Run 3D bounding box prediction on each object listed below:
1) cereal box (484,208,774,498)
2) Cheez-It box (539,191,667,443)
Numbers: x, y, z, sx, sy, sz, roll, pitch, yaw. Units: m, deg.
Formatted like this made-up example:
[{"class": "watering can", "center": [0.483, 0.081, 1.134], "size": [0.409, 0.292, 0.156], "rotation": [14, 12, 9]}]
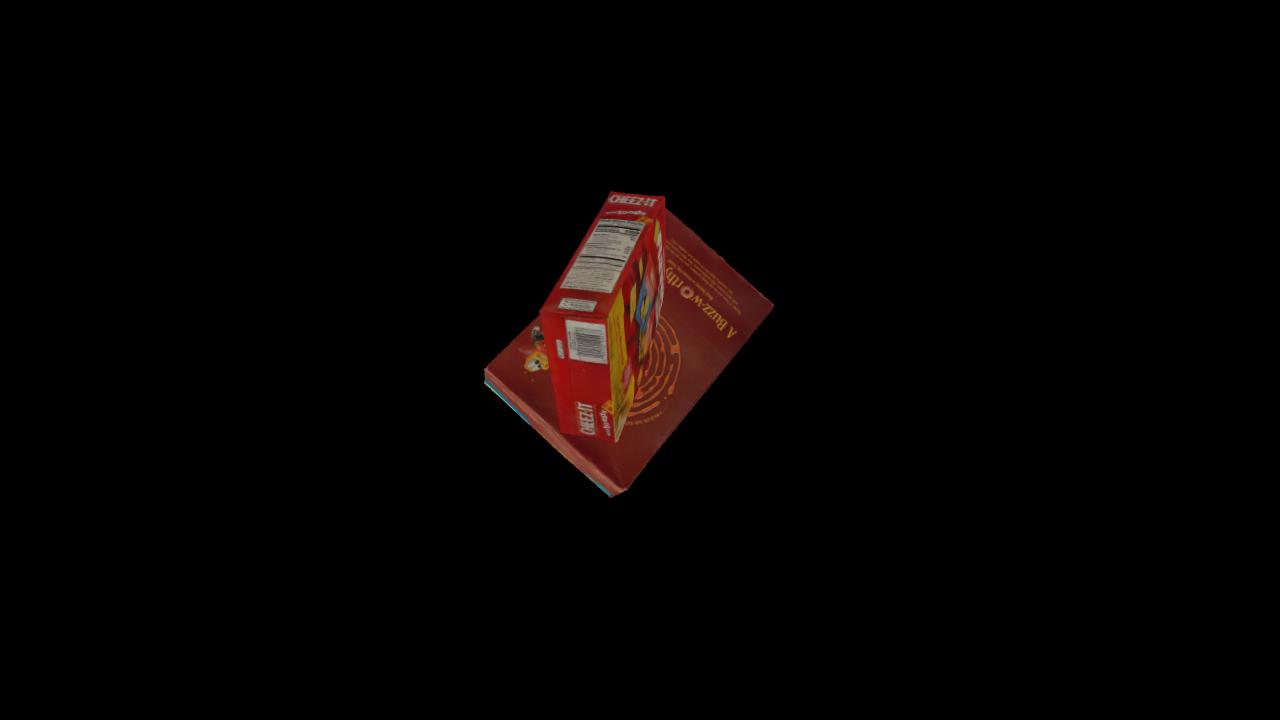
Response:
[{"class": "cereal box", "center": [-0.008, -0.019, 0.735], "size": [0.203, 0.306, 0.081], "rotation": [41, -20, 0]}, {"class": "Cheez-It box", "center": [-0.026, -0.051, 0.643], "size": [0.071, 0.166, 0.223], "rotation": [9, 44, 12]}]
